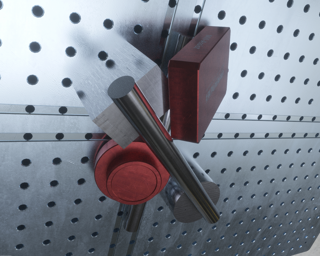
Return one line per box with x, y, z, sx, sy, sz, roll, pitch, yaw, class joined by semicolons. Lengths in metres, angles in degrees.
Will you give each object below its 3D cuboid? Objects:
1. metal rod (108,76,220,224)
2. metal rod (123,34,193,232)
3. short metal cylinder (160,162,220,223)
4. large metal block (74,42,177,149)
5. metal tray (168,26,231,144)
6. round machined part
0.024;0.050;0.365;0.025;0.025;0.300;-37;138;-4;metal rod
-0.005;0.023;0.424;0.025;0.025;0.298;2;117;-30;metal rod
0.046;0.101;0.485;0.081;0.050;0.079;-14;125;-21;short metal cylinder
-0.037;-0.038;0.334;0.080;0.080;0.050;-41;130;0;large metal block
0.049;-0.054;0.352;0.131;0.030;0.089;-53;146;-50;metal tray
-0.035;0.060;0.399;0.099;0.042;0.097;-4;117;-8;round machined part
